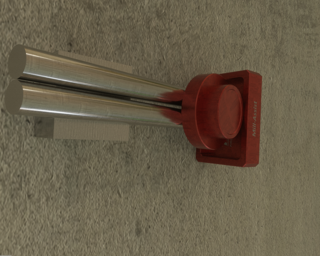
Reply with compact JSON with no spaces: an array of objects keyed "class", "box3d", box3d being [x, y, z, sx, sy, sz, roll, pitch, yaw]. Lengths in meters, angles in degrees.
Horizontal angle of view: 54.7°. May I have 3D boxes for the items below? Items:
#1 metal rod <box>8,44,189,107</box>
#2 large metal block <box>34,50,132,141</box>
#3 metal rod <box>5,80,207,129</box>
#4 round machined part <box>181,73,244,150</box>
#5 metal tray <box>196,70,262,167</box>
[{"class":"metal rod","box3d":[-0.011,-0.041,0.340,0.302,0.025,0.025,4,88,-53]},{"class":"large metal block","box3d":[-0.078,-0.028,0.321,0.081,0.050,0.080,4,87,-40]},{"class":"metal rod","box3d":[-0.012,-0.015,0.339,0.302,0.025,0.025,5,87,-53]},{"class":"round machined part","box3d":[0.073,-0.021,0.395,0.099,0.042,0.097,-4,96,-51]},{"class":"metal tray","box3d":[0.097,-0.012,0.447,0.030,0.090,0.129,5,87,-40]}]
